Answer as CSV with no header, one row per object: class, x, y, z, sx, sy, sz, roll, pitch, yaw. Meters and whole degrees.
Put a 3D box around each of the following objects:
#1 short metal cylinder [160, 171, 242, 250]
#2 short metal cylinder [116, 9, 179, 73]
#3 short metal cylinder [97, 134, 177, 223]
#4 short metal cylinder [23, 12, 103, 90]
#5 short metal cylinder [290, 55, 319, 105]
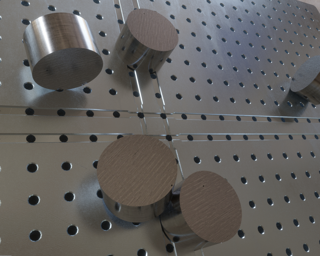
short metal cylinder,0.047,0.096,0.360,0.081,0.050,0.080,14,56,-21
short metal cylinder,-0.020,-0.130,0.462,0.081,0.050,0.080,14,56,-21
short metal cylinder,-0.024,0.054,0.331,0.081,0.050,0.080,2,56,-3
short metal cylinder,-0.114,-0.088,0.366,0.081,0.080,0.050,-9,67,-32
short metal cylinder,0.299,-0.091,0.593,0.050,0.080,0.080,30,52,-10
